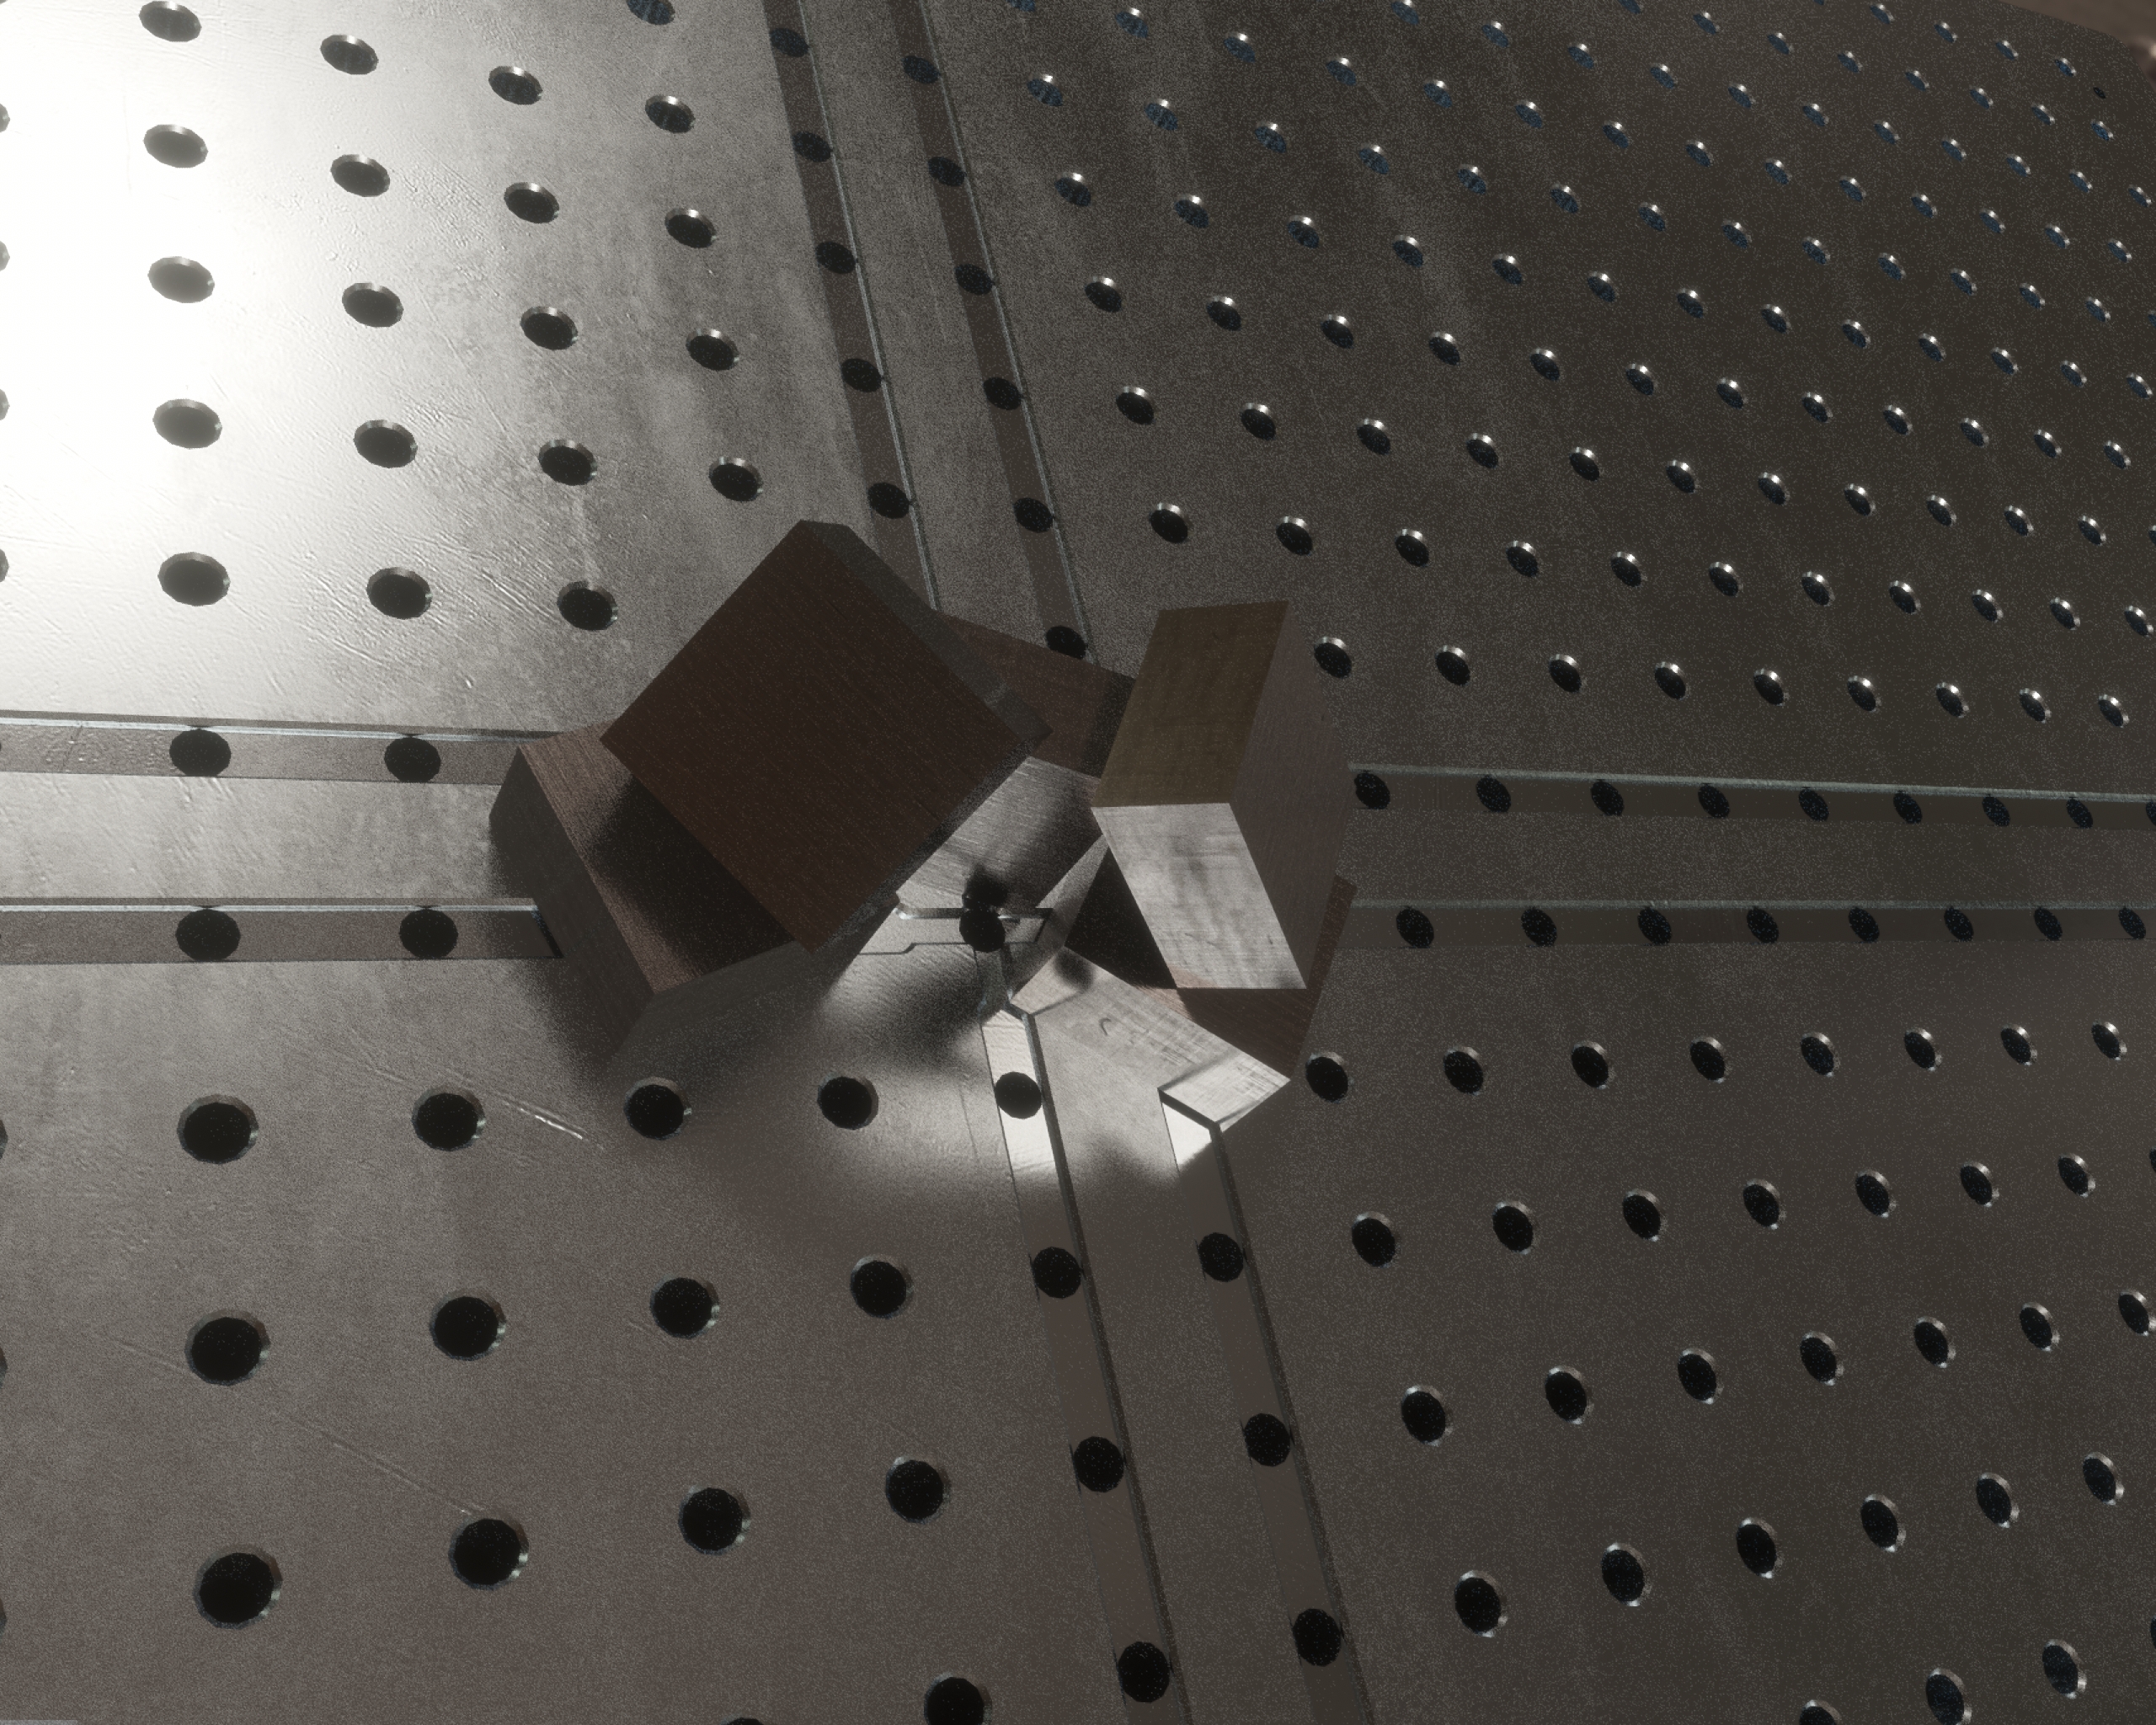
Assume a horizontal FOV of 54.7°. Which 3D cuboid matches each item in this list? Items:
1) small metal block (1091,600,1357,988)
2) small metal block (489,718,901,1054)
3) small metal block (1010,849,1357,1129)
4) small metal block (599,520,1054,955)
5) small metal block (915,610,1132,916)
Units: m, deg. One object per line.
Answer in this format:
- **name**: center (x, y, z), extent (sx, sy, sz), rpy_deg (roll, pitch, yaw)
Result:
- **small metal block**: center (0.028, -0.012, 0.382), extent (0.050, 0.025, 0.050), rpy_deg (64, 35, -43)
- **small metal block**: center (-0.069, -0.001, 0.373), extent (0.050, 0.025, 0.050), rpy_deg (-21, 73, -36)
- **small metal block**: center (0.022, 0.016, 0.412), extent (0.050, 0.025, 0.050), rpy_deg (31, 51, -9)
- **small metal block**: center (-0.041, -0.021, 0.348), extent (0.050, 0.050, 0.025), rpy_deg (45, 12, 3)
- **small metal block**: center (-0.021, -0.018, 0.393), extent (0.050, 0.050, 0.025), rpy_deg (17, 55, -19)
